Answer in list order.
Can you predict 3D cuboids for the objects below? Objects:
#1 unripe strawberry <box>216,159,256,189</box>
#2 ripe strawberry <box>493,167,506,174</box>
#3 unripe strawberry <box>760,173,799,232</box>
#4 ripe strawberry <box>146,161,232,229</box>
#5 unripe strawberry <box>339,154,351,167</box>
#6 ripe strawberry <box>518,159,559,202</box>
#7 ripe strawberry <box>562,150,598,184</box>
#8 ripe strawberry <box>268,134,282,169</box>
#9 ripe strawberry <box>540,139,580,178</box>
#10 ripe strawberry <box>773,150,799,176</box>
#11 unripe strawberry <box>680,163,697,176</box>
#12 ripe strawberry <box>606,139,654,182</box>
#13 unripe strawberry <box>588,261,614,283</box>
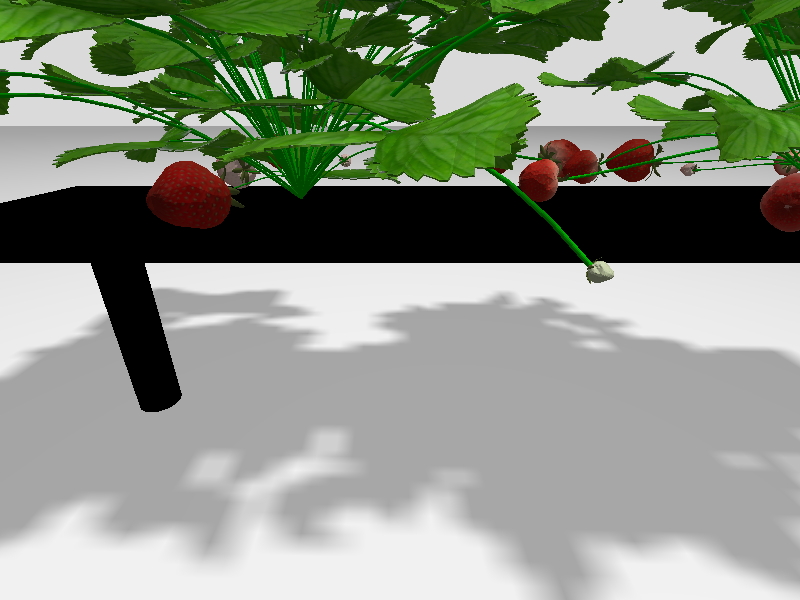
[{"bbox_3d":[-0.164,-0.130,0.394,0.040,0.039,0.037,18,30,35],"label":"unripe strawberry"},{"bbox_3d":[0.113,-0.159,0.469,0.028,0.025,0.026,30,-12,47],"label":"ripe strawberry"},{"bbox_3d":[0.235,-0.058,0.239,0.033,0.034,0.030,-20,32,-35],"label":"unripe strawberry"},{"bbox_3d":[-0.128,-0.062,0.240,0.045,0.039,0.046,10,27,20],"label":"ripe strawberry"},{"bbox_3d":[-0.075,-0.192,0.551,0.016,0.017,0.017,1,24,2],"label":"unripe strawberry"},{"bbox_3d":[0.112,-0.097,0.325,0.031,0.033,0.029,-2,25,-3],"label":"ripe strawberry"},{"bbox_3d":[0.182,-0.134,0.405,0.033,0.033,0.036,4,24,22],"label":"ripe strawberry"},{"bbox_3d":[-0.163,-0.199,0.537,0.042,0.044,0.045,-8,24,-18],"label":"ripe strawberry"},{"bbox_3d":[0.175,-0.152,0.433,0.041,0.041,0.045,-9,26,-20],"label":"ripe strawberry"},{"bbox_3d":[0.458,-0.162,0.473,0.027,0.028,0.029,15,22,29],"label":"ripe strawberry"},{"bbox_3d":[0.332,-0.150,0.462,0.016,0.014,0.015,-6,25,-13],"label":"unripe strawberry"},{"bbox_3d":[0.240,-0.146,0.418,0.043,0.043,0.047,16,29,32],"label":"ripe strawberry"},{"bbox_3d":[0.087,-0.012,0.174,0.011,0.010,0.010,-21,33,-38],"label":"unripe strawberry"}]
